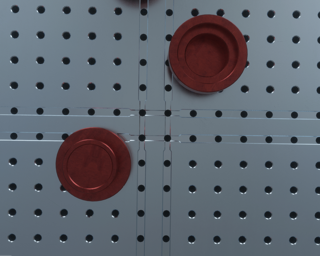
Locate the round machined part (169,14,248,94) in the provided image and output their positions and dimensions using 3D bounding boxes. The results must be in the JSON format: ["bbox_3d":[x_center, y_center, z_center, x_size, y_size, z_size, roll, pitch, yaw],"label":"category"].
[{"bbox_3d":[0.060,-0.093,0.406,0.099,0.042,0.097,0,90,-1],"label":"round machined part"}]

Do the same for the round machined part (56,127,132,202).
[{"bbox_3d":[-0.087,0.048,0.404,0.099,0.042,0.097,0,90,-1],"label":"round machined part"}]
